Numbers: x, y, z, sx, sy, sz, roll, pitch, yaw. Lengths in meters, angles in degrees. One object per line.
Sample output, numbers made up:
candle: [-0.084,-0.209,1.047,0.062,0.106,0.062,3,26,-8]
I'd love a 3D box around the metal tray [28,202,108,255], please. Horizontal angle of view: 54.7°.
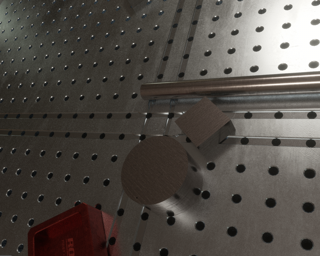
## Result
metal tray: [-0.105,0.164,0.357,0.090,0.030,0.130,-27,52,10]

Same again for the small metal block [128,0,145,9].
small metal block: [-0.045,-0.264,0.592,0.050,0.025,0.050,-32,52,7]

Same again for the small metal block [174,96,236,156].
small metal block: [0.055,-0.003,0.381,0.050,0.025,0.050,-39,51,1]

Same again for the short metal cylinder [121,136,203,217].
short metal cylinder: [0.003,0.056,0.355,0.080,0.050,0.080,-13,56,20]

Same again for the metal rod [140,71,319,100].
metal rod: [0.111,-0.052,0.381,0.300,0.025,0.025,1,62,28]
